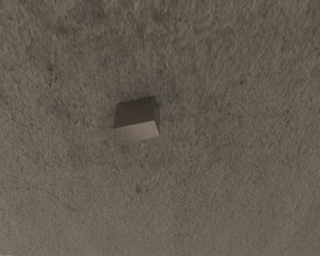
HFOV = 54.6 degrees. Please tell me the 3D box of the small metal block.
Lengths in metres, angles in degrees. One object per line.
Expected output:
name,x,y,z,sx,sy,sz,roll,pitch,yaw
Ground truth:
small metal block,-0.028,-0.011,0.381,0.050,0.050,0.025,-11,129,9
